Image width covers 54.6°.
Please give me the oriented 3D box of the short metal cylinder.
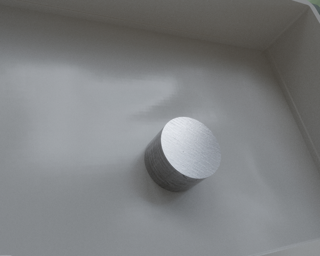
[{"bbox_3d":[0.027,0.033,0.384,0.081,0.050,0.080,13,56,-21],"label":"short metal cylinder"}]
